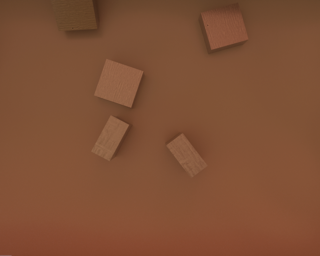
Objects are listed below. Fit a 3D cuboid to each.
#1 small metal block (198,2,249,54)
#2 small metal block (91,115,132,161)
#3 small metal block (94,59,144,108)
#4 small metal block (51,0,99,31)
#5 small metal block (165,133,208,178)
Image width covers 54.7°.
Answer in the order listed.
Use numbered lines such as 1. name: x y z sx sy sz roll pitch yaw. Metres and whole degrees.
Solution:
1. small metal block: 0.084 -0.132 0.412 0.050 0.025 0.050 -16 90 -1
2. small metal block: -0.060 0.012 0.398 0.025 0.050 0.050 28 90 0
3. small metal block: -0.053 -0.058 0.411 0.050 0.025 0.050 19 90 -1
4. small metal block: -0.108 -0.155 0.397 0.050 0.025 0.050 -4 128 0
5. small metal block: 0.033 0.033 0.399 0.025 0.050 0.050 -37 90 0
